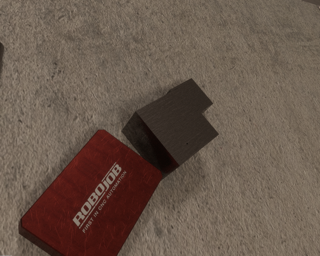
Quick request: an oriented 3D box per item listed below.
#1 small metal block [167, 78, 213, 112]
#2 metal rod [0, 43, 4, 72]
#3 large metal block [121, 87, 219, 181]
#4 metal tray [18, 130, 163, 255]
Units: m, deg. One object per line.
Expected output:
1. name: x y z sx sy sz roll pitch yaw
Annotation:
1. small metal block: 0.041 -0.039 0.451 0.050 0.025 0.050 -33 80 -38
2. metal rod: -0.179 0.036 0.285 0.025 0.025 0.299 8 58 -25
3. large metal block: 0.013 0.006 0.393 0.081 0.050 0.080 -33 80 -38
4. metal tray: -0.065 0.074 0.321 0.090 0.030 0.130 37 51 -4
